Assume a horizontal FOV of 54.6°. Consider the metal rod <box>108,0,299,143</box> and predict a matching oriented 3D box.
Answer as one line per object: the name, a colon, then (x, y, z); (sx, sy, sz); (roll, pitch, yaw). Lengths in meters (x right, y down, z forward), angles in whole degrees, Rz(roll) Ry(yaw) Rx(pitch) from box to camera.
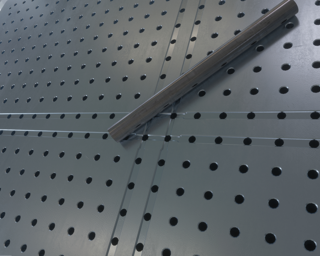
metal rod: (0.056, -0.077, 0.426); (0.300, 0.025, 0.025); (-36, 51, 4)
